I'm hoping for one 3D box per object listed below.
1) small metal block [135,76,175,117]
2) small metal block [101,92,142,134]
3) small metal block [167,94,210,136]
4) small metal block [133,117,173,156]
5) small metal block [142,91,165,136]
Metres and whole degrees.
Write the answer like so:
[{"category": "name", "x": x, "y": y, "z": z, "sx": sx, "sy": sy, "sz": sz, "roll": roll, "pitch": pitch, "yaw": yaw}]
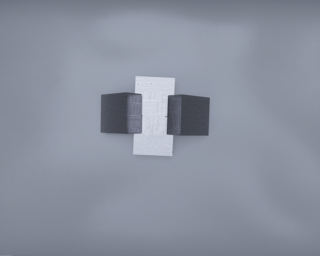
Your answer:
[{"category": "small metal block", "x": -0.007, "y": -0.040, "z": 0.409, "sx": 0.050, "sy": 0.025, "sz": 0.050, "roll": 3, "pitch": 90, "yaw": -1}, {"category": "small metal block", "x": -0.050, "y": -0.018, "z": 0.395, "sx": 0.050, "sy": 0.025, "sz": 0.050, "roll": 1, "pitch": 90, "yaw": 43}, {"category": "small metal block", "x": 0.037, "y": -0.016, "z": 0.398, "sx": 0.050, "sy": 0.025, "sz": 0.050, "roll": 1, "pitch": 91, "yaw": -39}, {"category": "small metal block", "x": -0.008, "y": 0.010, "z": 0.409, "sx": 0.050, "sy": 0.025, "sz": 0.050, "roll": 3, "pitch": 90, "yaw": 0}, {"category": "small metal block", "x": -0.007, "y": -0.016, "z": 0.371, "sx": 0.025, "sy": 0.050, "sz": 0.050, "roll": 1, "pitch": 90, "yaw": -1}]
